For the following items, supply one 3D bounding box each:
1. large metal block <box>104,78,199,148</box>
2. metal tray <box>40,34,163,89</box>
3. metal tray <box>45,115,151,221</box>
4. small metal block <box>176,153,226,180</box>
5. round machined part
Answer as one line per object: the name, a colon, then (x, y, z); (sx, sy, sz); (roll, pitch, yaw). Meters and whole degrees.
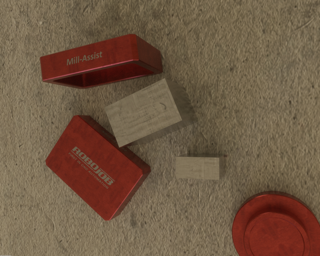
large metal block: (-0.007, -0.016, 0.381); (0.080, 0.080, 0.050); (-24, 82, 18)
metal tray: (-0.072, -0.080, 0.398); (0.130, 0.090, 0.030); (-8, 88, 19)
metal tray: (-0.089, 0.053, 0.436); (0.130, 0.030, 0.090); (38, 102, 15)
small metal block: (0.051, 0.046, 0.377); (0.050, 0.050, 0.025); (-1, 90, 19)
round machined part: (0.132, 0.125, 0.353); (0.098, 0.042, 0.097); (0, 90, 19)
